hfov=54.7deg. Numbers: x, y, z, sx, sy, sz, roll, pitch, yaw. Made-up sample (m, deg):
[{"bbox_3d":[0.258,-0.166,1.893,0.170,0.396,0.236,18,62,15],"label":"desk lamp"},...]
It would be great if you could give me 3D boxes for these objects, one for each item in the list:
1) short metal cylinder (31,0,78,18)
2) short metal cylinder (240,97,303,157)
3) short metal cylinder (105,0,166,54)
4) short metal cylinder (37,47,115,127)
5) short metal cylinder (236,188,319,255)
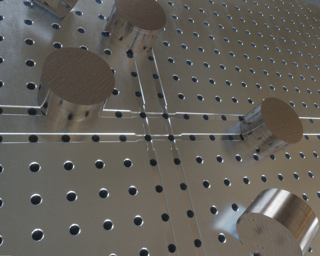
[{"bbox_3d":[-0.140,-0.198,0.419,0.050,0.080,0.080,32,52,-8],"label":"short metal cylinder"},{"bbox_3d":[0.174,-0.001,0.486,0.081,0.050,0.080,14,56,-21],"label":"short metal cylinder"},{"bbox_3d":[-0.038,-0.161,0.470,0.081,0.050,0.080,13,56,-21],"label":"short metal cylinder"},{"bbox_3d":[-0.100,-0.048,0.367,0.081,0.050,0.080,14,56,-21],"label":"short metal cylinder"},{"bbox_3d":[0.141,0.121,0.375,0.050,0.080,0.080,-33,81,-38],"label":"short metal cylinder"}]
